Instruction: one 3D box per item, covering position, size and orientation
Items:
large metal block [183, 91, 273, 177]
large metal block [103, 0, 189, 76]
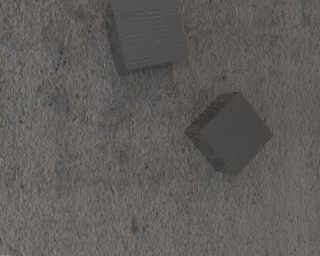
[{"bbox_3d":[0.094,0.008,0.430,0.080,0.050,0.080,-44,104,-15],"label":"large metal block"},{"bbox_3d":[-0.019,-0.115,0.388,0.081,0.050,0.080,-15,95,-20],"label":"large metal block"}]
